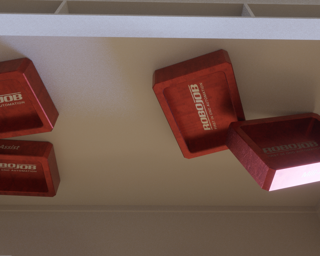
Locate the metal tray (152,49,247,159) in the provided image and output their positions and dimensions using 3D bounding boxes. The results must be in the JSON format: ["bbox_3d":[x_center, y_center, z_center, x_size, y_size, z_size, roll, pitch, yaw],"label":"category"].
[{"bbox_3d":[0.055,-0.023,0.386,0.090,0.030,0.130,-16,129,13],"label":"metal tray"}]

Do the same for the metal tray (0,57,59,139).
[{"bbox_3d":[-0.204,-0.030,0.378,0.131,0.030,0.090,-8,130,6],"label":"metal tray"}]

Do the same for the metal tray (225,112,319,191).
[{"bbox_3d":[0.155,0.022,0.361,0.131,0.090,0.030,-7,124,-17],"label":"metal tray"}]

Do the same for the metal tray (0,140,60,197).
[{"bbox_3d":[-0.221,0.060,0.454,0.131,0.030,0.089,3,130,-3],"label":"metal tray"}]
